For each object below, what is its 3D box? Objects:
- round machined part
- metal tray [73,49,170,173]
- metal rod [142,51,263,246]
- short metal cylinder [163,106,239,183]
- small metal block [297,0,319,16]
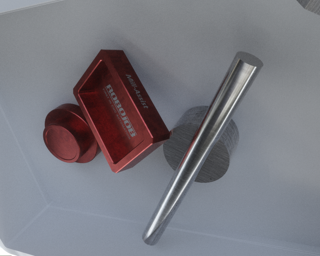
[{"bbox_3d":[-0.139,0.015,0.478,0.098,0.042,0.097,13,124,20],"label":"round machined part"},{"bbox_3d":[-0.053,-0.020,0.386,0.090,0.030,0.130,-41,73,40],"label":"metal tray"},{"bbox_3d":[0.032,0.050,0.356,0.025,0.025,0.298,30,128,9],"label":"metal rod"},{"bbox_3d":[0.051,0.019,0.377,0.080,0.050,0.079,13,124,20],"label":"short metal cylinder"},{"bbox_3d":[0.148,-0.114,0.247,0.050,0.025,0.050,16,130,-14],"label":"small metal block"}]
